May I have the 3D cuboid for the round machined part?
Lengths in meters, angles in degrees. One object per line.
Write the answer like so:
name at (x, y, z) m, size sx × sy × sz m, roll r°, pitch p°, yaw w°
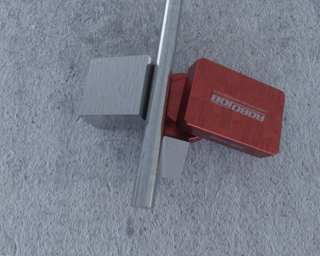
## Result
round machined part at (0.032, -0.031, 0.412) m, size 0.099 × 0.042 × 0.098 m, roll 0°, pitch 70°, yaw 0°

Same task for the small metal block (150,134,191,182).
small metal block at (0.007, 0.034, 0.387) m, size 0.050 × 0.025 × 0.050 m, roll 15°, pitch 96°, yaw 6°

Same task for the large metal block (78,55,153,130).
large metal block at (-0.049, -0.044, 0.400) m, size 0.080 × 0.050 × 0.080 m, roll 0°, pitch 69°, yaw 19°

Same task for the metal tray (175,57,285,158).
metal tray at (0.092, -0.023, 0.392) m, size 0.131 × 0.030 × 0.090 m, roll 19°, pitch 71°, yaw -15°

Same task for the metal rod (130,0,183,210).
metal rod at (0.001, -0.053, 0.384) m, size 0.025 × 0.025 × 0.299 m, roll 7°, pitch 68°, yaw 2°
